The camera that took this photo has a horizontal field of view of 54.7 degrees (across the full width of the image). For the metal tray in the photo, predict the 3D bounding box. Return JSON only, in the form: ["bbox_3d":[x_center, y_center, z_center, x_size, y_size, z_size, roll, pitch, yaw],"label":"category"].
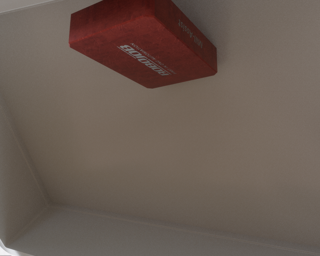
[{"bbox_3d":[-0.010,-0.079,0.303,0.090,0.131,0.030,-8,74,31],"label":"metal tray"}]
